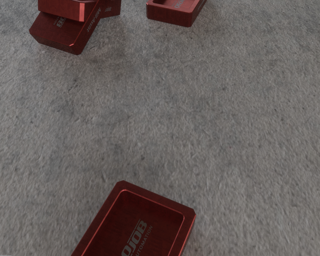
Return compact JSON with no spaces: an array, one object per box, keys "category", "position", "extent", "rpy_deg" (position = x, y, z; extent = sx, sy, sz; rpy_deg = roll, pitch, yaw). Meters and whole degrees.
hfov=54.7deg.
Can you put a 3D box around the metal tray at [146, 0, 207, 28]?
[{"category":"metal tray","position":[0.038,-0.254,0.613],"extent":[0.090,0.030,0.130],"rpy_deg":[17,52,13]}]

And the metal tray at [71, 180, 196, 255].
[{"category":"metal tray","position":[-0.030,0.123,0.296],"extent":[0.090,0.030,0.130],"rpy_deg":[20,52,15]}]

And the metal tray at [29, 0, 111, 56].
[{"category":"metal tray","position":[-0.152,-0.197,0.531],"extent":[0.090,0.030,0.130],"rpy_deg":[20,76,15]}]

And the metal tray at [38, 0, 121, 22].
[{"category":"metal tray","position":[-0.139,-0.221,0.552],"extent":[0.090,0.030,0.131],"rpy_deg":[19,30,15]}]
